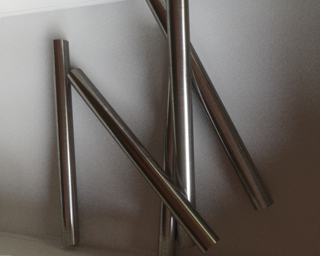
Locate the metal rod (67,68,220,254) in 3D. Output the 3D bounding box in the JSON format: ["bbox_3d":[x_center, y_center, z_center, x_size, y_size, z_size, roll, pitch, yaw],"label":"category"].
[{"bbox_3d":[-0.034,0.026,0.396,0.025,0.025,0.300,-47,66,14],"label":"metal rod"}]

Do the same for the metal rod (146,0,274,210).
[{"bbox_3d":[0.055,-0.042,0.373,0.025,0.025,0.299,-28,88,18],"label":"metal rod"}]

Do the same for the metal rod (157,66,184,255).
[{"bbox_3d":[0.017,0.022,0.404,0.025,0.025,0.298,4,91,20],"label":"metal rod"}]

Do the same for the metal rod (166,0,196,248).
[{"bbox_3d":[0.027,0.002,0.368,0.025,0.025,0.298,1,103,20],"label":"metal rod"}]

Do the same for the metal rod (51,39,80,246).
[{"bbox_3d":[-0.140,0.020,0.460,0.025,0.025,0.298,-4,89,20],"label":"metal rod"}]
